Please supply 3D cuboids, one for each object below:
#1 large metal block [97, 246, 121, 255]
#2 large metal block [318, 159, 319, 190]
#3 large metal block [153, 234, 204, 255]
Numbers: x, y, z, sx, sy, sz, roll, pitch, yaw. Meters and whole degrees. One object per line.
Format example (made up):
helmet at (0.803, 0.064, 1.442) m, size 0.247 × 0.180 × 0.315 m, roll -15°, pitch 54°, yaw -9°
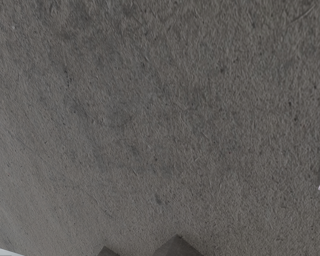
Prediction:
large metal block at (-0.100, 0.301, 0.629) m, size 0.080 × 0.050 × 0.079 m, roll 27°, pitch 128°, yaw 11°
large metal block at (0.208, 0.027, 0.298) m, size 0.080 × 0.050 × 0.079 m, roll 16°, pitch 125°, yaw 19°
large metal block at (0.030, 0.238, 0.522) m, size 0.080 × 0.050 × 0.080 m, roll 38°, pitch 129°, yaw 2°
